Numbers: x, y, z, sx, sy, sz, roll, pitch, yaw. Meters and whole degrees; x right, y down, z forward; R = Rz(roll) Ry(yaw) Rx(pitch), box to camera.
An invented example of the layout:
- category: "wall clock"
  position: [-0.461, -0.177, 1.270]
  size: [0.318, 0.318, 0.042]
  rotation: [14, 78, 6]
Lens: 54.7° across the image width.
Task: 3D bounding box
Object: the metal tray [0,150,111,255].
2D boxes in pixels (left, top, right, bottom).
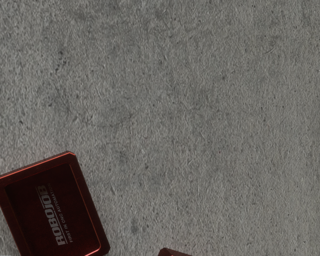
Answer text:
- category: "metal tray"
  position: [-0.123, 0.102, 0.360]
  size: [0.091, 0.030, 0.129]
  rotation: [-21, 97, -19]

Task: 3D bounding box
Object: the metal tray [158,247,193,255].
- category: "metal tray"
  position: [0.022, 0.238, 0.415]
  size: [0.090, 0.030, 0.130]
  rotation: [24, 82, -19]
